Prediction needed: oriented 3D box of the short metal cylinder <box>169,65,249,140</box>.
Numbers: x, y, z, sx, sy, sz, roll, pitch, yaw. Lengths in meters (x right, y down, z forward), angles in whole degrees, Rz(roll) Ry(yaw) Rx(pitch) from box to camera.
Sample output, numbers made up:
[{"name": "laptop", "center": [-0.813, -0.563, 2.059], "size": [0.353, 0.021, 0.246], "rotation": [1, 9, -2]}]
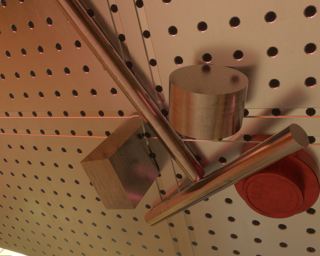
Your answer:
[{"name": "short metal cylinder", "center": [0.050, -0.030, 0.330], "size": [0.080, 0.080, 0.050], "rotation": [13, 124, 21]}]

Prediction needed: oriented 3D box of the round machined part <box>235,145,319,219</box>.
[{"name": "round machined part", "center": [0.136, 0.069, 0.370], "size": [0.098, 0.042, 0.097], "rotation": [13, 124, 20]}]

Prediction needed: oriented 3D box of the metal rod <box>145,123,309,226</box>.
[{"name": "metal rod", "center": [0.059, 0.078, 0.401], "size": [0.025, 0.025, 0.298], "rotation": [43, 137, -2]}]

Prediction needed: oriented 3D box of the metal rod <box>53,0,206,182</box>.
[{"name": "metal rod", "center": [-0.037, -0.052, 0.396], "size": [0.025, 0.025, 0.299], "rotation": [-29, 103, 37]}]

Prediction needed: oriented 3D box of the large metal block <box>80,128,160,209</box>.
[{"name": "large metal block", "center": [-0.052, 0.057, 0.437], "size": [0.050, 0.080, 0.080], "rotation": [-10, 113, 32]}]
